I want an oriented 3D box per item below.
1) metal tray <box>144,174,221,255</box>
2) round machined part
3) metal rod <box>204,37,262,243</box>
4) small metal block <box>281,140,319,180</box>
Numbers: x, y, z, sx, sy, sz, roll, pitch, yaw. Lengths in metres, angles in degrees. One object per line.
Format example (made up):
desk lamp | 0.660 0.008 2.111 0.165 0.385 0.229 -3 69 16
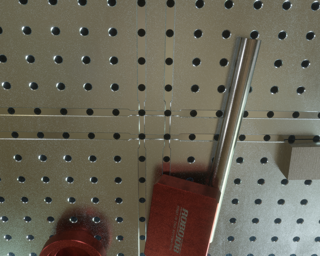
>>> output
metal tray | 0.031 0.140 0.448 0.090 0.030 0.129 13 111 14
round machined part | -0.131 0.197 0.475 0.099 0.042 0.097 0 110 -1
metal rod | 0.090 0.030 0.425 0.025 0.025 0.298 7 110 -3
small metal block | 0.202 0.044 0.433 0.050 0.025 0.050 -1 110 0
